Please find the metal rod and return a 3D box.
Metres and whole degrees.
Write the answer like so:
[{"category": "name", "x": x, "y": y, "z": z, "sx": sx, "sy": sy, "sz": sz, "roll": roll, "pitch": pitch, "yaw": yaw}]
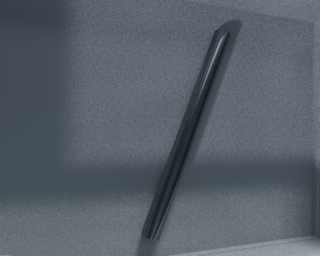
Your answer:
[{"category": "metal rod", "x": 0.039, "y": 0.004, "z": 0.426, "sx": 0.025, "sy": 0.025, "sz": 0.299, "roll": 23, "pitch": 82, "yaw": -19}]
